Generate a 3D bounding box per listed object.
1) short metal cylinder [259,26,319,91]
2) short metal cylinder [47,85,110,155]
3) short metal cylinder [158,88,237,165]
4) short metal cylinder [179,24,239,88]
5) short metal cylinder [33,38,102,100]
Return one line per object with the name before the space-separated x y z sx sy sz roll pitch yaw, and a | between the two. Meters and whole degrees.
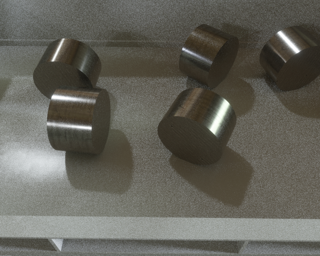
short metal cylinder | 0.196 -0.101 0.455 0.081 0.080 0.050 -13 51 -11
short metal cylinder | -0.095 -0.010 0.377 0.050 0.080 0.080 5 50 5
short metal cylinder | 0.044 -0.001 0.370 0.080 0.080 0.050 21 53 17
short metal cylinder | 0.073 -0.106 0.459 0.050 0.080 0.080 33 57 24
short metal cylinder | -0.127 -0.077 0.433 0.080 0.080 0.050 4 50 4
